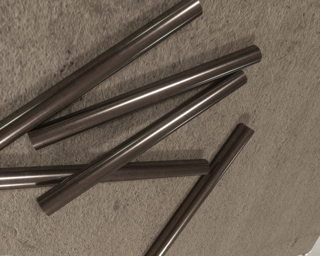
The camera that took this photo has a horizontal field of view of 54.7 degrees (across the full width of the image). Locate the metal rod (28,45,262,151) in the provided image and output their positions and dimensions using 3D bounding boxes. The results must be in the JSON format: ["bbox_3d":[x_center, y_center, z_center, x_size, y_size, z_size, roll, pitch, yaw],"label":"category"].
[{"bbox_3d":[-0.006,-0.043,0.378,0.302,0.025,0.025,-23,127,-15],"label":"metal rod"}]

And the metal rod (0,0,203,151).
[{"bbox_3d":[-0.082,-0.051,0.331,0.301,0.025,0.025,-35,129,-5],"label":"metal rod"}]

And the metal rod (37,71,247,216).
[{"bbox_3d":[-0.011,0.009,0.388,0.301,0.025,0.025,-33,129,-14],"label":"metal rod"}]

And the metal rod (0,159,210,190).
[{"bbox_3d":[-0.062,0.059,0.410,0.303,0.025,0.025,1,118,-29],"label":"metal rod"}]

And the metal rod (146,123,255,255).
[{"bbox_3d":[0.058,0.121,0.515,0.025,0.025,0.299,23,106,-37],"label":"metal rod"}]
